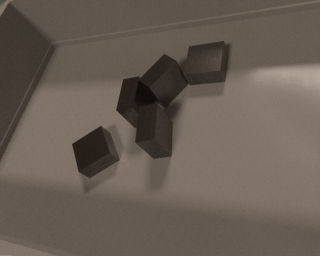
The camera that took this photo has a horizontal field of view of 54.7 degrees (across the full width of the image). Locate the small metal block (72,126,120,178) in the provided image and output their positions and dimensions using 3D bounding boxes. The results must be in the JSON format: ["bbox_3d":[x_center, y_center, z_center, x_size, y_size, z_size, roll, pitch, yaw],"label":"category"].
[{"bbox_3d":[-0.090,0.033,0.431,0.050,0.025,0.050,-32,52,7],"label":"small metal block"}]

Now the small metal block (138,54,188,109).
[{"bbox_3d":[0.006,-0.063,0.424,0.050,0.050,0.025,-47,52,-5],"label":"small metal block"}]

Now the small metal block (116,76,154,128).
[{"bbox_3d":[-0.032,-0.034,0.426,0.025,0.050,0.050,-6,59,25],"label":"small metal block"}]

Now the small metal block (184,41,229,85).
[{"bbox_3d":[0.064,-0.088,0.426,0.050,0.025,0.050,-2,61,27],"label":"small metal block"}]

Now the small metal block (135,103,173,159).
[{"bbox_3d":[-0.006,0.005,0.388,0.025,0.050,0.050,-10,58,23],"label":"small metal block"}]
